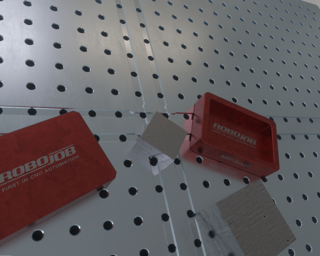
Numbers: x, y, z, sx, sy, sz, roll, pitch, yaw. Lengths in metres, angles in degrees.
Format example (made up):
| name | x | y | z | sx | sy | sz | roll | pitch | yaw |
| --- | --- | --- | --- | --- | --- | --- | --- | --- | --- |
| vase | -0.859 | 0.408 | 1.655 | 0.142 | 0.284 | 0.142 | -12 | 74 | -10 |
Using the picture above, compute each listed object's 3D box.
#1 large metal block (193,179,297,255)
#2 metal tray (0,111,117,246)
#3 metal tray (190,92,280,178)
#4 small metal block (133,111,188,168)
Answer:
| name | x | y | z | sx | sy | sz | roll | pitch | yaw |
| --- | --- | --- | --- | --- | --- | --- | --- | --- | --- |
| large metal block | 0.102 | 0.119 | 0.374 | 0.081 | 0.050 | 0.080 | -17 | 71 | -35 |
| metal tray | -0.122 | 0.044 | 0.312 | 0.131 | 0.030 | 0.090 | -25 | 76 | -37 |
| metal tray | 0.113 | 0.010 | 0.458 | 0.131 | 0.030 | 0.090 | 21 | 54 | -16 |
| small metal block | 0.001 | 0.015 | 0.400 | 0.050 | 0.025 | 0.050 | 34 | 51 | -6 |
